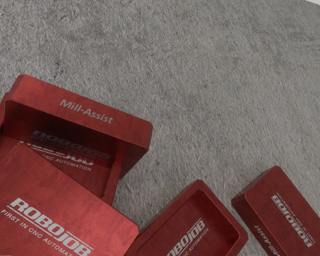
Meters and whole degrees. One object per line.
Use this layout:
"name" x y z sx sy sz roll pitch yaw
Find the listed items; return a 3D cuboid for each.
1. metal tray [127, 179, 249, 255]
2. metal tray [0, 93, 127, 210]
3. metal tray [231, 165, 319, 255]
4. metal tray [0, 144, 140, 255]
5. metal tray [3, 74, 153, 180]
"metal tray" 0.029 0.128 0.337 0.131 0.030 0.090 -35 81 -38
"metal tray" -0.104 0.026 0.315 0.131 0.030 0.090 19 63 -14
"metal tray" 0.166 0.126 0.413 0.091 0.030 0.130 -27 77 -37
"metal tray" -0.095 0.086 0.267 0.130 0.030 0.090 39 73 -10
"metal tray" -0.084 0.006 0.312 0.131 0.090 0.030 21 54 -16
